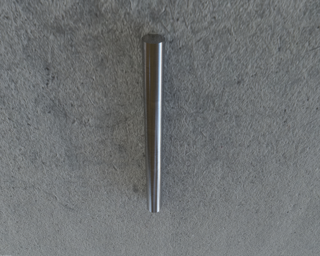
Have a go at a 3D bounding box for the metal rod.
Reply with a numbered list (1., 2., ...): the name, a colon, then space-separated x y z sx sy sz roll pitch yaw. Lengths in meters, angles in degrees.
1. metal rod: -0.008 0.019 0.424 0.025 0.025 0.298 0 130 -1
